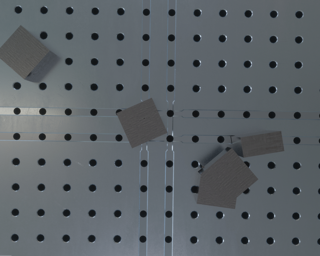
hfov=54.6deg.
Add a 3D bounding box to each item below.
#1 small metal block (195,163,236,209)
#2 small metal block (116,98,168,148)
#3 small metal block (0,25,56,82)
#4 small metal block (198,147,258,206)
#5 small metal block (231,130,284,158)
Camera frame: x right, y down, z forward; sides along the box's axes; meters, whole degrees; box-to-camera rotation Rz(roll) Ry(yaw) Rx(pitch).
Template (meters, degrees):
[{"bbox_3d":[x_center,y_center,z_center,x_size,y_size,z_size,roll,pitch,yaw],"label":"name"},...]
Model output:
[{"bbox_3d":[0.076,0.077,0.414,0.050,0.025,0.050,8,90,0],"label":"small metal block"},{"bbox_3d":[-0.023,-0.006,0.413,0.050,0.025,0.050,-24,90,0],"label":"small metal block"},{"bbox_3d":[-0.177,-0.098,0.412,0.050,0.025,0.050,41,90,0],"label":"small metal block"},{"bbox_3d":[0.084,0.059,0.389,0.050,0.025,0.050,-40,90,-1],"label":"small metal block"},{"bbox_3d":[0.125,0.020,0.402,0.050,0.050,0.025,-9,90,0],"label":"small metal block"}]
